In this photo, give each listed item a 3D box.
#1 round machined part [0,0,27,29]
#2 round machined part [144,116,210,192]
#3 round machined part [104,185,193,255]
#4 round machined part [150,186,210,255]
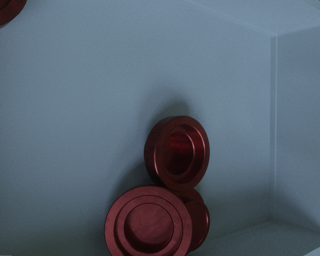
[{"bbox_3d":[-0.165,-0.127,0.256,0.099,0.042,0.097,0,90,-40],"label":"round machined part"},{"bbox_3d":[0.018,0.033,0.410,0.099,0.042,0.097,0,90,-40],"label":"round machined part"},{"bbox_3d":[-0.013,0.115,0.364,0.099,0.042,0.097,0,83,0],"label":"round machined part"},{"bbox_3d":[0.030,0.128,0.421,0.099,0.042,0.097,0,90,-40],"label":"round machined part"}]
